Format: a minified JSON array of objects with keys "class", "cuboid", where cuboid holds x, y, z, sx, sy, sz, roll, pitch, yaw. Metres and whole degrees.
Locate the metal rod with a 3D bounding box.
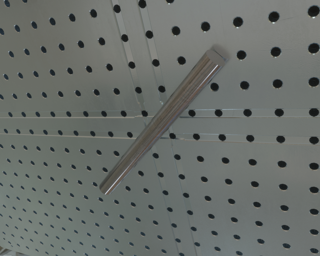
[{"class":"metal rod","cuboid":[-0.015,0.013,0.427,0.025,0.025,0.298,41,129,0]}]
